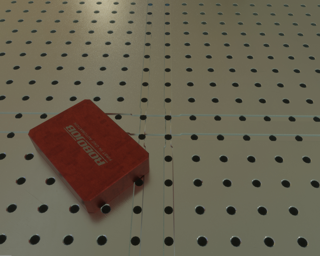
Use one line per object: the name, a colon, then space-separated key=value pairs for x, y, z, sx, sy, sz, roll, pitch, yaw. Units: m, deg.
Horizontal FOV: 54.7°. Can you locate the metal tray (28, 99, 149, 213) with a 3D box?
metal tray: x=-0.087 y=0.028 z=0.380 sx=0.091 sy=0.030 sz=0.130 roll=-35 pitch=59 yaw=-26
